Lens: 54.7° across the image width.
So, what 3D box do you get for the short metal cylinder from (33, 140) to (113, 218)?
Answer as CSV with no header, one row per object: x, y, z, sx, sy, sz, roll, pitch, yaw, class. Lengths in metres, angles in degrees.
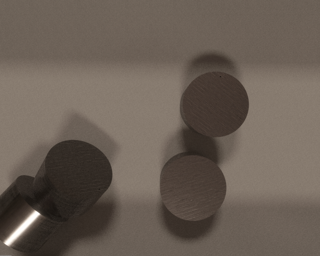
-0.105,0.061,0.376,0.080,0.080,0.050,40,128,0,short metal cylinder

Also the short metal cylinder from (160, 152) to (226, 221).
0.040,0.072,0.400,0.081,0.050,0.079,0,90,-1,short metal cylinder

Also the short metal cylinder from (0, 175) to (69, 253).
-0.160,0.104,0.382,0.080,0.080,0.050,43,90,-1,short metal cylinder

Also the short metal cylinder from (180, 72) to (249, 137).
0.068,-0.029,0.400,0.081,0.050,0.079,0,90,-1,short metal cylinder
